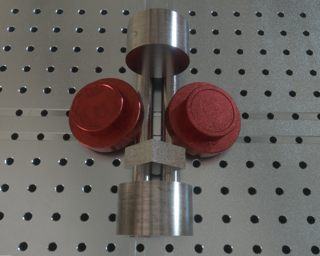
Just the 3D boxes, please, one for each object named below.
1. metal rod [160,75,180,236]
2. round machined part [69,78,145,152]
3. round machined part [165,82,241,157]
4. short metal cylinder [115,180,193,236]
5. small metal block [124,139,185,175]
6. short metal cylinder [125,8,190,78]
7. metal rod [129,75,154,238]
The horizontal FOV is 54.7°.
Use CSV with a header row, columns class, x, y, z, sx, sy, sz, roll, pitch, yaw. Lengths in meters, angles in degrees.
class,x,y,z,sx,sy,sz,roll,pitch,yaw
metal rod,0.014,-0.013,0.416,0.025,0.025,0.299,1,70,0
round machined part,-0.073,-0.021,0.397,0.098,0.042,0.098,-5,69,13
round machined part,0.059,-0.015,0.394,0.099,0.042,0.098,5,70,-14
short metal cylinder,-0.006,0.087,0.327,0.080,0.080,0.050,1,70,0
small metal block,-0.006,0.035,0.361,0.050,0.050,0.025,18,64,-38
short metal cylinder,-0.003,-0.106,0.398,0.080,0.080,0.050,1,70,0
metal rod,-0.021,-0.012,0.415,0.025,0.025,0.299,1,70,0
